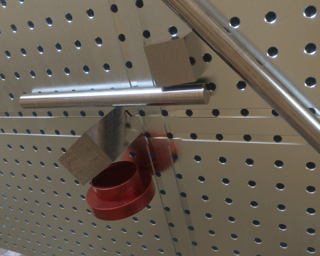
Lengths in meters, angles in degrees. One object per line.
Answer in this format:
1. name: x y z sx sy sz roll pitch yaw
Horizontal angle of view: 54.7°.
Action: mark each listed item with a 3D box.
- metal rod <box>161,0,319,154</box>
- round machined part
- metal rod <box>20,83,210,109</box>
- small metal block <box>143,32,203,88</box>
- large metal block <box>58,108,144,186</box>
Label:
1. metal rod: 0.073 -0.081 0.321 0.300 0.025 0.025 43 129 -3
2. round machined part: -0.059 0.083 0.445 0.098 0.098 0.042 -2 117 29
3. metal rod: -0.080 -0.041 0.425 0.301 0.025 0.025 1 119 27
4. small metal block: 0.015 -0.077 0.354 0.050 0.025 0.050 -5 116 30
5. large metal block: -0.081 0.023 0.431 0.050 0.080 0.080 47 129 -5
